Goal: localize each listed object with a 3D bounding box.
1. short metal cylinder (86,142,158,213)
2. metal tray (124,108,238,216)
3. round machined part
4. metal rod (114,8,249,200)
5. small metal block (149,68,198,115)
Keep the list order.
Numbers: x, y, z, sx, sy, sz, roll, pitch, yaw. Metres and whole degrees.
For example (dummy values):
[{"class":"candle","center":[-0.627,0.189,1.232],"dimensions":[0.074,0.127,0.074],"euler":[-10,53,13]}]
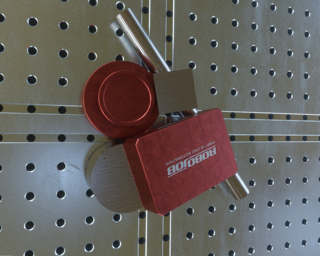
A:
[{"class":"short metal cylinder","center":[-0.047,0.057,0.378],"dimensions":[0.081,0.050,0.079],"euler":[0,90,-20]},{"class":"metal tray","center":[0.030,0.036,0.377],"dimensions":[0.131,0.030,0.089],"euler":[-21,98,-32]},{"class":"round machined part","center":[-0.044,-0.035,0.382],"dimensions":[0.099,0.042,0.097],"euler":[0,90,-19]},{"class":"metal rod","center":[0.036,-0.024,0.422],"dimensions":[0.025,0.025,0.299],"euler":[-38,102,-16]},{"class":"small metal block","center":[0.016,-0.046,0.390],"dimensions":[0.050,0.025,0.050],"euler":[-10,96,-15]}]
